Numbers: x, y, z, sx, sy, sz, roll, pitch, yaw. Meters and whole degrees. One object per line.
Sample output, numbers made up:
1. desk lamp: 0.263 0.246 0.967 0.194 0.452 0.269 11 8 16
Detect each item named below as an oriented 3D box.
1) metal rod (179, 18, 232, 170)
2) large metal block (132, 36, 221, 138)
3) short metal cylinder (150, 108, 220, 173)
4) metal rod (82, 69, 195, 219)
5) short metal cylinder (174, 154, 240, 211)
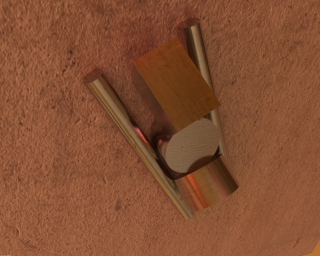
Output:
1. metal rod: 0.076 -0.009 0.443 0.025 0.025 0.299 -29 128 -10
2. large metal block: 0.013 -0.038 0.336 0.050 0.080 0.080 -32 87 -8
3. short metal cylinder: 0.033 0.013 0.418 0.081 0.050 0.079 -14 124 -21
4. metal rod: -0.012 0.043 0.428 0.025 0.025 0.299 -35 129 -5
5. short metal cylinder: 0.067 0.078 0.450 0.080 0.080 0.050 -28 86 -11
